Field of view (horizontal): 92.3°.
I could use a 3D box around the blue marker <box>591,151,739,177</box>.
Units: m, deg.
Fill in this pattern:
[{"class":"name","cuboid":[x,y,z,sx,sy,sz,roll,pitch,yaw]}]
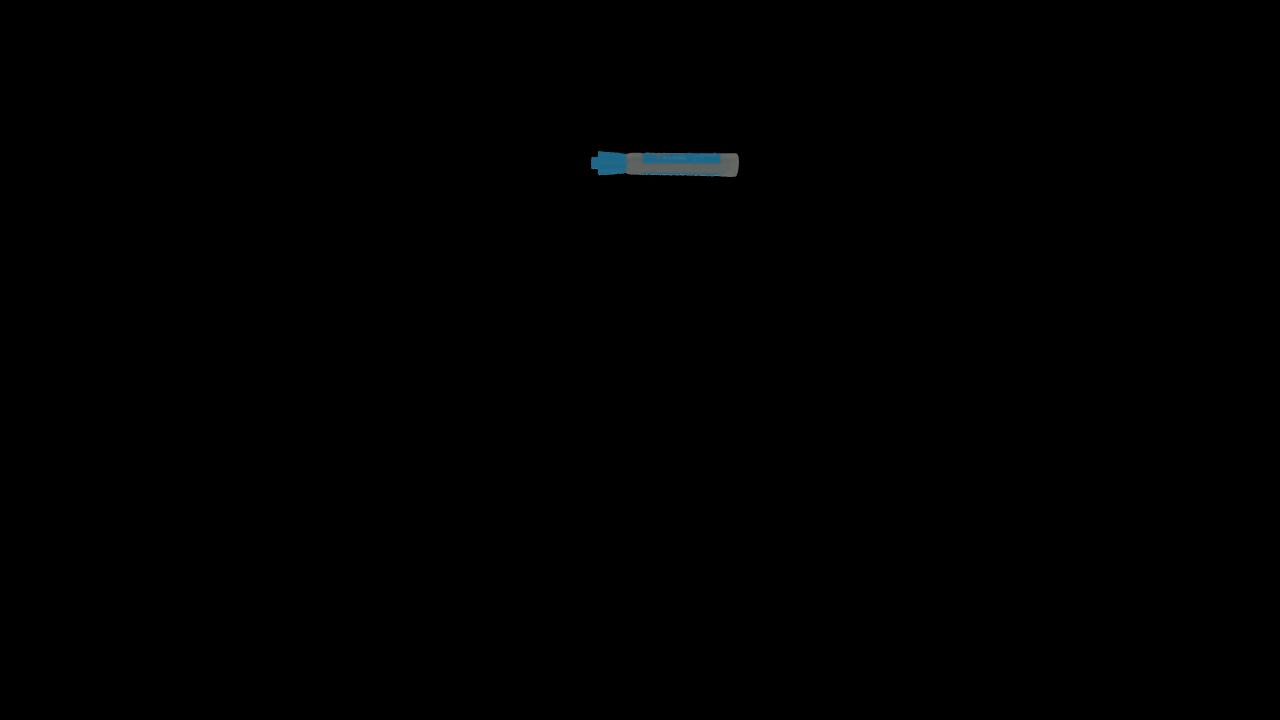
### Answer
[{"class":"blue marker","cuboid":[0.020,-0.161,0.507,0.121,0.020,0.020,-1,0,-5]}]
